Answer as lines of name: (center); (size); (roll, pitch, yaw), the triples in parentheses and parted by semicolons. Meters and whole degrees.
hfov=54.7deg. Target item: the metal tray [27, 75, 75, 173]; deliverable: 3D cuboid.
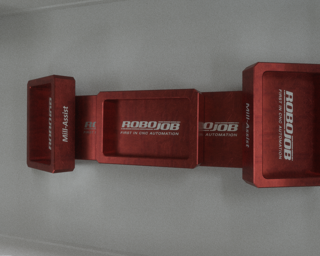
metal tray: (-0.157, -0.006, 0.443); (0.090, 0.030, 0.129); (1, 90, 45)

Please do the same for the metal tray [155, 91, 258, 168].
metal tray: (0.059, 0.001, 0.386); (0.130, 0.030, 0.089); (0, 90, 20)

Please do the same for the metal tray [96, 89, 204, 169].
metal tray: (-0.014, 0.000, 0.379); (0.130, 0.030, 0.089); (1, 90, 20)

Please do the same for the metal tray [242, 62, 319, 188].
metal tray: (0.138, -0.003, 0.337); (0.091, 0.030, 0.129); (0, 90, -9)

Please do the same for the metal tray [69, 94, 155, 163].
metal tray: (-0.063, 0.000, 0.430); (0.130, 0.030, 0.089); (0, 90, 20)
